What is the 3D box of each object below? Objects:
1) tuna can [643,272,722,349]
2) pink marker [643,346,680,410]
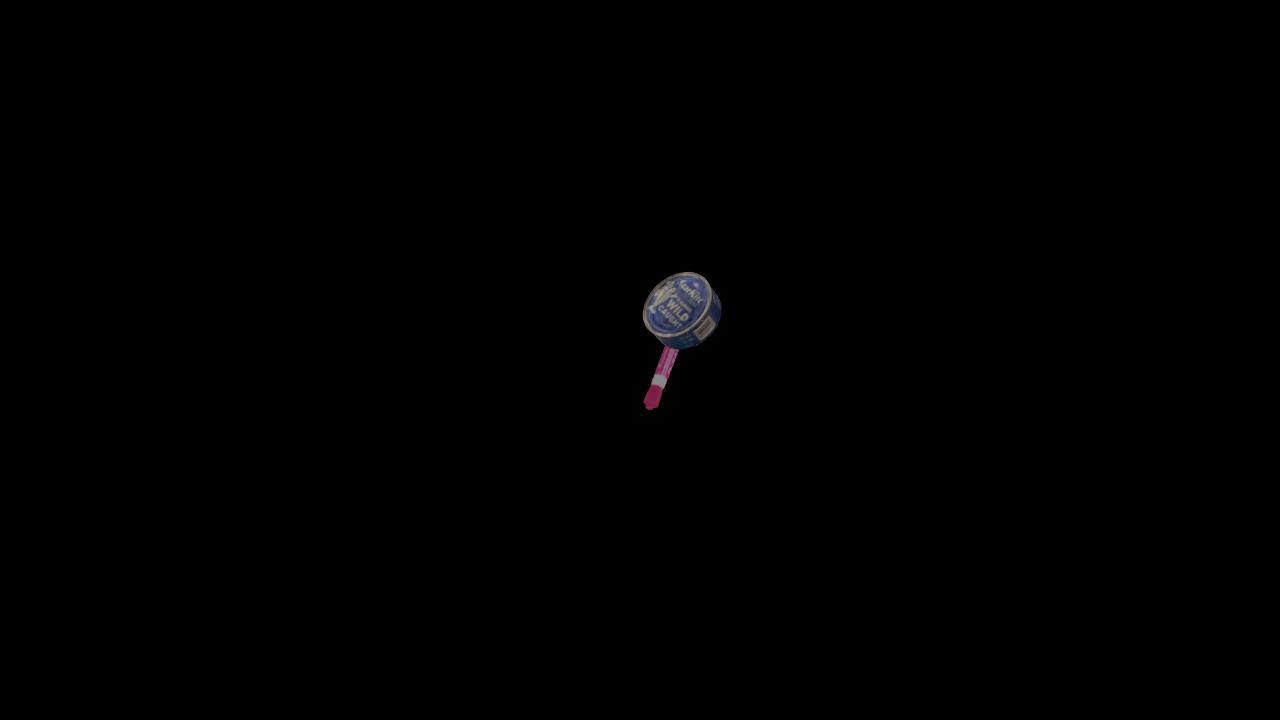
[{"bbox_3d":[0.048,-0.054,0.685,0.084,0.084,0.034,0,-27,34],"label":"tuna can"},{"bbox_3d":[0.031,0.006,0.743,0.020,0.121,0.020,18,-24,8],"label":"pink marker"}]
